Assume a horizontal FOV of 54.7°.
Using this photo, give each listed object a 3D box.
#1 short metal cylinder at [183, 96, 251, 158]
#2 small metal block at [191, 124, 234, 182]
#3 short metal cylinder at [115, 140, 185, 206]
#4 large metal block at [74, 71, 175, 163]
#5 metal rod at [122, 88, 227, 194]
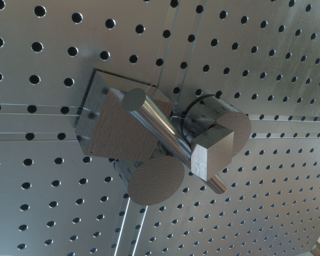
[{"bbox_3d":[0.080,0.002,0.435,0.081,0.050,0.079,-14,124,-21],"label":"short metal cylinder"},{"bbox_3d":[0.065,0.030,0.387,0.050,0.025,0.050,-29,130,-33],"label":"small metal block"},{"bbox_3d":[-0.014,0.057,0.418,0.081,0.050,0.079,-14,124,-21],"label":"short metal cylinder"},{"bbox_3d":[-0.042,-0.011,0.358,0.081,0.050,0.079,11,113,-33],"label":"large metal block"},{"bbox_3d":[0.039,0.037,0.405,0.025,0.025,0.300,-43,144,1],"label":"metal rod"}]
